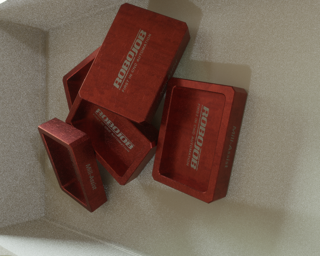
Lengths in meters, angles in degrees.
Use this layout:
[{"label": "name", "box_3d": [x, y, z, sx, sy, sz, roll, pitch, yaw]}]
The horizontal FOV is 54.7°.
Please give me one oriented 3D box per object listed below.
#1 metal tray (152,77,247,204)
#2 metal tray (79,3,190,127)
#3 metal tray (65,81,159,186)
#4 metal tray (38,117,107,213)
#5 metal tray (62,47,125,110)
[{"label": "metal tray", "box_3d": [0.043, 0.011, 0.364, 0.090, 0.030, 0.129, 16, 100, 38]}, {"label": "metal tray", "box_3d": [-0.030, -0.078, 0.379, 0.090, 0.030, 0.130, 24, 86, 14]}, {"label": "metal tray", "box_3d": [-0.066, 0.003, 0.426, 0.130, 0.030, 0.089, 45, 124, 14]}, {"label": "metal tray", "box_3d": [-0.131, 0.056, 0.468, 0.090, 0.030, 0.129, 22, 133, 37]}, {"label": "metal tray", "box_3d": [-0.095, -0.064, 0.477, 0.130, 0.030, 0.090, -26, 74, 36]}]
